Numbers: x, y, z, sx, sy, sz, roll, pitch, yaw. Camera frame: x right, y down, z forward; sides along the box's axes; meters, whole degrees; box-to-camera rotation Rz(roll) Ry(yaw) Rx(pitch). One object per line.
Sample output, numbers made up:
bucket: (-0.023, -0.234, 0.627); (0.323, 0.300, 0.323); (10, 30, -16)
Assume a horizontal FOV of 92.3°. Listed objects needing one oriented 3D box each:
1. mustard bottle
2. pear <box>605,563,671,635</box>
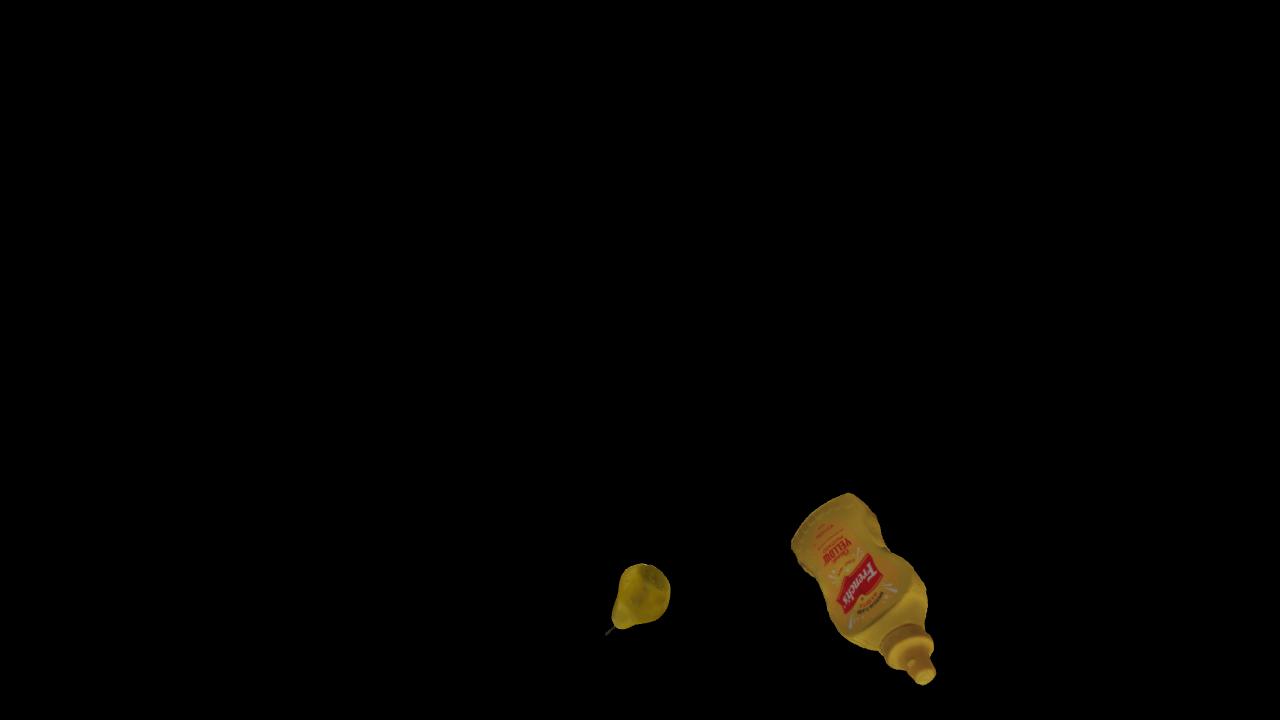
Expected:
mustard bottle: (0.213, 0.213, 0.571); (0.054, 0.092, 0.184); (43, 12, -27)
pear: (-0.008, 0.333, 0.840); (0.080, 0.111, 0.080); (30, 24, -15)
